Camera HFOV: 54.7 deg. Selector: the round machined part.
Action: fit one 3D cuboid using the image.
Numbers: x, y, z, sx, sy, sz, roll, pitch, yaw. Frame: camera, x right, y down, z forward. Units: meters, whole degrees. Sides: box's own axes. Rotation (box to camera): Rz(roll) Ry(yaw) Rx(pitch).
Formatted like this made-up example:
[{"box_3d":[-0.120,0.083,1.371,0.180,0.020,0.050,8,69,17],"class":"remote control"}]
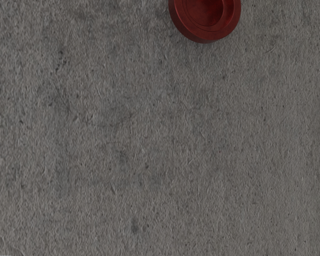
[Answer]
[{"box_3d":[0.056,-0.163,0.420,0.099,0.042,0.097,0,90,-20],"class":"round machined part"}]
